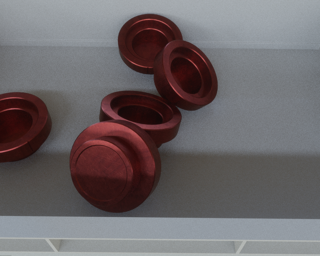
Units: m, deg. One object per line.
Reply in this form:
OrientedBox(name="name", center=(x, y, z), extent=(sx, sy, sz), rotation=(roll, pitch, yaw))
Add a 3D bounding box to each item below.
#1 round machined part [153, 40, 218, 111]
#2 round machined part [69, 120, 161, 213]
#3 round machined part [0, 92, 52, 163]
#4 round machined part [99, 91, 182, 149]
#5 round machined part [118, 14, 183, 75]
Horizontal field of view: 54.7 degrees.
OrientedBox(name="round machined part", center=(0.031, -0.069, 0.432), extent=(0.099, 0.042, 0.098), rotation=(16, 62, -32))
OrientedBox(name="round machined part", center=(-0.052, 0.042, 0.321), extent=(0.098, 0.097, 0.042), rotation=(19, 12, 14))
OrientedBox(name="round machined part", center=(-0.186, 0.003, 0.389), extent=(0.099, 0.042, 0.098), rotation=(0, 50, 0))
OrientedBox(name="round machined part", center=(-0.026, -0.006, 0.384), extent=(0.099, 0.042, 0.098), rotation=(10, 30, -6))
OrientedBox(name="round machined part", center=(-0.015, -0.126, 0.487), extent=(0.099, 0.042, 0.098), rotation=(1, 70, -3))
